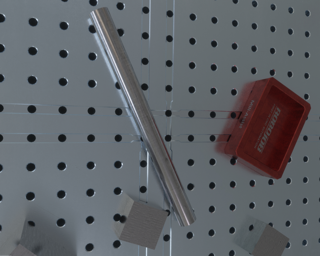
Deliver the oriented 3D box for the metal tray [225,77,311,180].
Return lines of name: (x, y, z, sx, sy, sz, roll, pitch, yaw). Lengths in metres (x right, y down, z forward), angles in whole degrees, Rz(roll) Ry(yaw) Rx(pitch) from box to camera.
metal tray: (0.165, 0.001, 0.470, 0.090, 0.030, 0.130, 30, 80, -18)

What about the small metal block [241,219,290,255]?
small metal block: (0.161, 0.176, 0.472, 0.050, 0.025, 0.050, 36, 78, -17)

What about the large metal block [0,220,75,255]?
large metal block: (-0.134, 0.154, 0.334, 0.080, 0.080, 0.050, 44, 77, -15)

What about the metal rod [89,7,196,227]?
metal rod: (-0.019, -0.008, 0.405, 0.025, 0.025, 0.299, -26, 99, -18)

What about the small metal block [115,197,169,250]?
small metal block: (-0.024, 0.124, 0.404, 0.050, 0.025, 0.050, 24, 82, -19)
